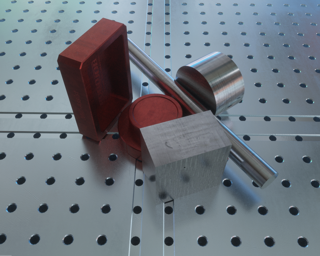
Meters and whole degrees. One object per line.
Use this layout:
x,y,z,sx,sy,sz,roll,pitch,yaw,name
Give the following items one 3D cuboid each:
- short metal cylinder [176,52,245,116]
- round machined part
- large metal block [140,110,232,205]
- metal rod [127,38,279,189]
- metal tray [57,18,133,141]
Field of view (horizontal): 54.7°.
0.066,-0.056,0.418,0.050,0.080,0.080,-30,57,-23,short metal cylinder
-0.006,-0.007,0.402,0.099,0.042,0.098,0,50,0,round machined part
0.025,0.034,0.344,0.081,0.080,0.050,-15,52,-13,large metal block
0.032,-0.037,0.411,0.025,0.025,0.300,-28,56,-22,metal rod
-0.073,-0.056,0.386,0.030,0.129,0.090,22,53,17,metal tray
